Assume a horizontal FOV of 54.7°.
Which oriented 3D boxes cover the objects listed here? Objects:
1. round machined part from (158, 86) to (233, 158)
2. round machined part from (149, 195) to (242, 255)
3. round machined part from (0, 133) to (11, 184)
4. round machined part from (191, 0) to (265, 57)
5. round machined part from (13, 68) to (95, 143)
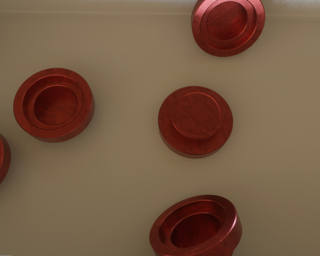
[{"bbox_3d":[0.047,-0.012,0.405,0.099,0.042,0.098,0,70,0],"label":"round machined part"},{"bbox_3d":[0.041,0.119,0.338,0.099,0.098,0.042,-25,107,-9],"label":"round machined part"},{"bbox_3d":[-0.234,0.043,0.383,0.099,0.042,0.098,0,70,0],"label":"round machined part"},{"bbox_3d":[0.092,-0.153,0.434,0.099,0.097,0.042,-2,41,-1],"label":"round machined part"},{"bbox_3d":[-0.135,-0.027,0.409,0.099,0.042,0.098,0,70,0],"label":"round machined part"}]
